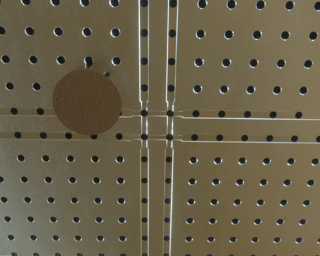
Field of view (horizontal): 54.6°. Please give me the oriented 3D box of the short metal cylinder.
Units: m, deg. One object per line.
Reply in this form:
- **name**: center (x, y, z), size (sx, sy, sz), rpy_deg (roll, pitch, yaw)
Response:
- **short metal cylinder**: center (-0.085, -0.037, 0.386), size (0.080, 0.050, 0.079), rpy_deg (0, 110, 0)
